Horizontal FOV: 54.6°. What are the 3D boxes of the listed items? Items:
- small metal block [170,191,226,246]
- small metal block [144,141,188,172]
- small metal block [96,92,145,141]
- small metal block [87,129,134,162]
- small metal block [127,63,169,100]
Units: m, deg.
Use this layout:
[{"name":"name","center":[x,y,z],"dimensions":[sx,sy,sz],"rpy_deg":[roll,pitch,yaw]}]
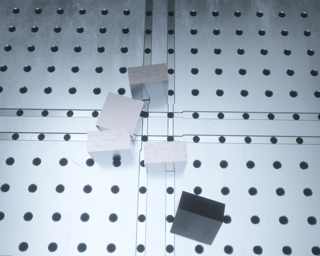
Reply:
[{"name":"small metal block","center":[0.043,0.104,0.358],"dimensions":[0.050,0.050,0.025],"rpy_deg":[16,41,6]},{"name":"small metal block","center":[0.006,0.036,0.385],"dimensions":[0.050,0.050,0.025],"rpy_deg":[-3,70,-1]},{"name":"small metal block","center":[-0.052,-0.015,0.417],"dimensions":[0.050,0.025,0.050],"rpy_deg":[16,71,5]},{"name":"small metal block","center":[-0.061,0.023,0.390],"dimensions":[0.050,0.050,0.025],"rpy_deg":[-4,70,-2]},{"name":"small metal block","center":[-0.015,-0.061,0.421],"dimensions":[0.050,0.050,0.025],"rpy_deg":[-8,70,-3]}]
